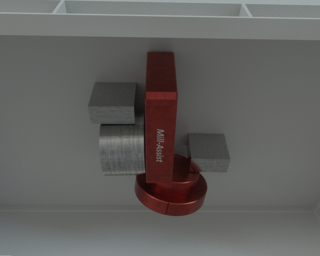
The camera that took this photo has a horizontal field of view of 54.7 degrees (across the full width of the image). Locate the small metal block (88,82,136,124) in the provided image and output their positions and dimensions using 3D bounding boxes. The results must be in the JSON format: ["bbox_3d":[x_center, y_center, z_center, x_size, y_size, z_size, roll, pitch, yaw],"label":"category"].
[{"bbox_3d":[-0.054,-0.030,0.366,0.050,0.050,0.025,0,130,-1],"label":"small metal block"}]

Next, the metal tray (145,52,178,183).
[{"bbox_3d":[0.000,-0.010,0.357,0.030,0.090,0.129,1,130,-1],"label":"metal tray"}]

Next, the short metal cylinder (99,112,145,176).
[{"bbox_3d":[-0.043,0.020,0.389,0.050,0.080,0.079,-1,130,0],"label":"short metal cylinder"}]

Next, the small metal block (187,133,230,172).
[{"bbox_3d":[0.064,0.033,0.422,0.050,0.050,0.025,2,130,-2],"label":"small metal block"}]

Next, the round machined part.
[{"bbox_3d":[0.017,0.070,0.423,0.099,0.098,0.042,7,117,-6],"label":"round machined part"}]
